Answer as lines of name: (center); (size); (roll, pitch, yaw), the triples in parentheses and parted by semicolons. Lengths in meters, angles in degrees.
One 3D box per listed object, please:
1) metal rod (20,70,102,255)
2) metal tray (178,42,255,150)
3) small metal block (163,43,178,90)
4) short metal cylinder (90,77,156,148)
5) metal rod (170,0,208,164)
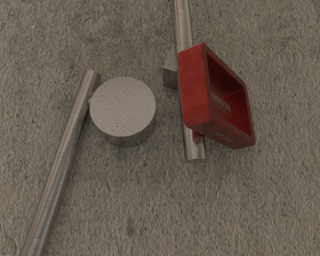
metal rod: (-0.126, 0.062, 0.384); (0.025, 0.025, 0.299); (12, 70, 4)
metal tray: (0.071, -0.031, 0.367); (0.030, 0.131, 0.090); (-16, 66, 32)
small metal block: (0.024, -0.087, 0.427); (0.025, 0.050, 0.050); (19, 71, 7)
short metal cylinder: (-0.045, -0.019, 0.401); (0.081, 0.050, 0.080); (0, 70, 0)
metal rod: (0.031, -0.104, 0.392); (0.025, 0.025, 0.299); (-3, 71, -1)
